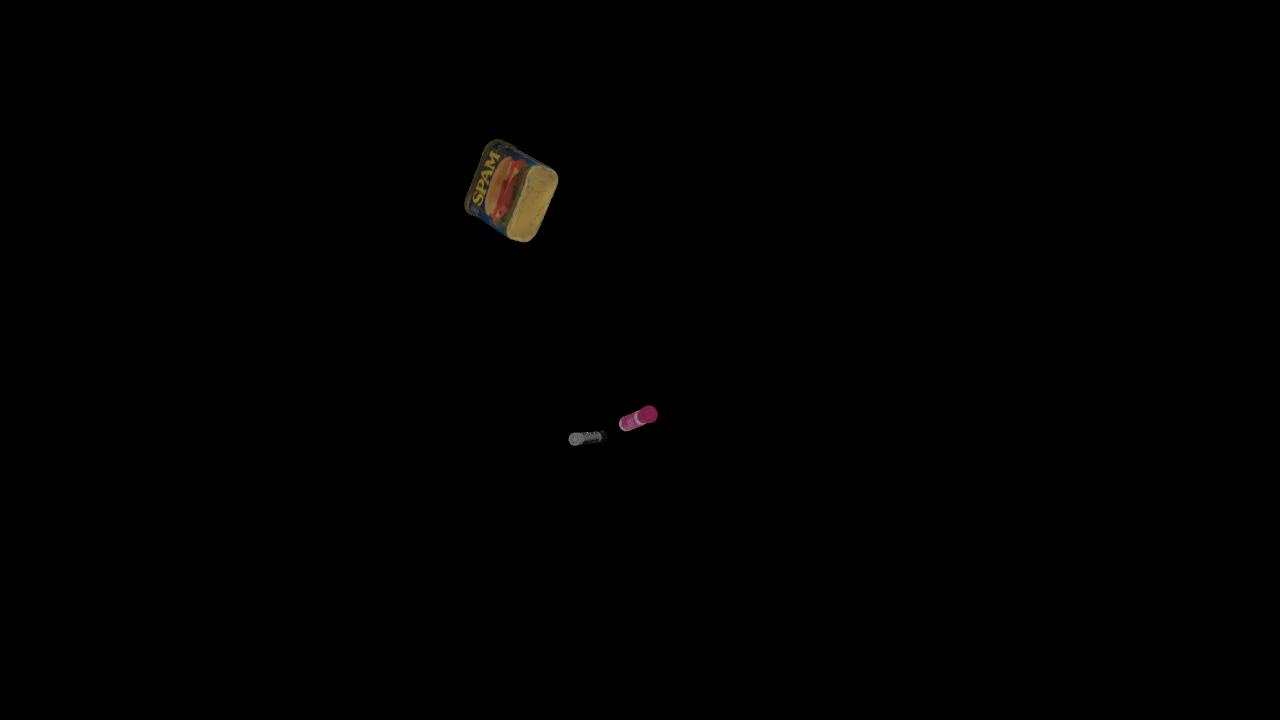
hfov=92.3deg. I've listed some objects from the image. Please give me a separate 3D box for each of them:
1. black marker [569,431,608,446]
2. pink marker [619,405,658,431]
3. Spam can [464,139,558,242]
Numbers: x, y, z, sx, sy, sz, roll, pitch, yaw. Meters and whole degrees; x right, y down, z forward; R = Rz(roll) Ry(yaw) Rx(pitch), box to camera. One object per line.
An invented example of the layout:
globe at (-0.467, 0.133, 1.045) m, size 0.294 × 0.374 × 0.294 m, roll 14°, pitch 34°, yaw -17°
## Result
black marker at (-0.076, 0.118, 0.931) m, size 0.020 × 0.020 × 0.121 m, roll 0°, pitch -5°, yaw 17°
pink marker at (-0.003, 0.067, 0.702) m, size 0.020 × 0.020 × 0.121 m, roll 0°, pitch -11°, yaw -14°
Spam can at (-0.158, -0.207, 0.761) m, size 0.085 × 0.101 × 0.058 m, roll 36°, pitch 19°, yaw 28°
